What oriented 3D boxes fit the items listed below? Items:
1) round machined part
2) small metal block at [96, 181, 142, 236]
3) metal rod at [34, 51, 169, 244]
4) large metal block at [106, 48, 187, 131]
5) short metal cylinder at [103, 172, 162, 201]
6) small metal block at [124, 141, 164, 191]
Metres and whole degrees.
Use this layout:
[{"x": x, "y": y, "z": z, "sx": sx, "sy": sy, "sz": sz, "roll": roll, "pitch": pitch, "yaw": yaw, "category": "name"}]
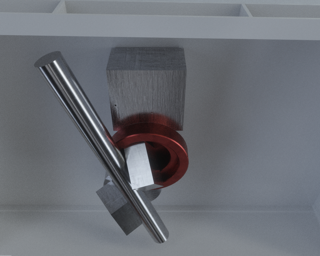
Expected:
[{"x": -0.015, "y": 0.030, "z": 0.383, "sx": 0.099, "sy": 0.042, "sz": 0.097, "roll": -1, "pitch": 130, "yaw": 0, "category": "round machined part"}, {"x": -0.055, "y": 0.106, "z": 0.412, "sx": 0.025, "sy": 0.050, "sz": 0.050, "roll": -35, "pitch": 129, "yaw": -15, "category": "small metal block"}, {"x": -0.047, "y": 0.048, "z": 0.356, "sx": 0.025, "sy": 0.025, "sz": 0.299, "roll": -15, "pitch": 129, "yaw": 12, "category": "metal rod"}, {"x": -0.014, "y": -0.043, "z": 0.352, "sx": 0.081, "sy": 0.050, "sz": 0.079, "roll": 0, "pitch": 130, "yaw": -1, "category": "large metal block"}, {"x": -0.038, "y": 0.067, "z": 0.448, "sx": 0.081, "sy": 0.050, "sz": 0.079, "roll": 0, "pitch": 130, "yaw": 0, "category": "short metal cylinder"}, {"x": -0.018, "y": 0.046, "z": 0.367, "sx": 0.025, "sy": 0.050, "sz": 0.050, "roll": -17, "pitch": 163, "yaw": 9, "category": "small metal block"}]
